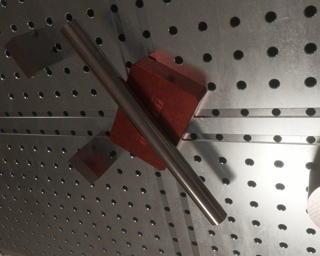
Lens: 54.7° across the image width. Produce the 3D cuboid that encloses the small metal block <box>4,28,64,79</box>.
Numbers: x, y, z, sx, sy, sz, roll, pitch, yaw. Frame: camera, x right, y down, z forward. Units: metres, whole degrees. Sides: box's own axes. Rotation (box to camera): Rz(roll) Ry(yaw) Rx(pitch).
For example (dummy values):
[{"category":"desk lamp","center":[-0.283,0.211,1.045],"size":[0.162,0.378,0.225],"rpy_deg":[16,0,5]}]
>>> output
[{"category":"small metal block","center":[-0.169,-0.102,0.419],"size":[0.025,0.050,0.050],"rpy_deg":[-22,107,36]}]

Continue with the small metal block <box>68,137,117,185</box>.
[{"category":"small metal block","center":[-0.103,0.050,0.478],"size":[0.050,0.050,0.025],"rpy_deg":[47,129,-5]}]

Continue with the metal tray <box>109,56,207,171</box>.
[{"category":"metal tray","center":[-0.008,-0.015,0.402],"size":[0.090,0.030,0.129],"rpy_deg":[30,128,8]}]

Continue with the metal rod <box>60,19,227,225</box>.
[{"category":"metal rod","center":[-0.013,0.001,0.377],"size":[0.025,0.025,0.300],"rpy_deg":[-30,102,37]}]

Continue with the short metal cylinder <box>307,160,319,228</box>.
[{"category":"short metal cylinder","center":[0.204,0.073,0.333],"size":[0.080,0.050,0.079],"rpy_deg":[13,124,20]}]
